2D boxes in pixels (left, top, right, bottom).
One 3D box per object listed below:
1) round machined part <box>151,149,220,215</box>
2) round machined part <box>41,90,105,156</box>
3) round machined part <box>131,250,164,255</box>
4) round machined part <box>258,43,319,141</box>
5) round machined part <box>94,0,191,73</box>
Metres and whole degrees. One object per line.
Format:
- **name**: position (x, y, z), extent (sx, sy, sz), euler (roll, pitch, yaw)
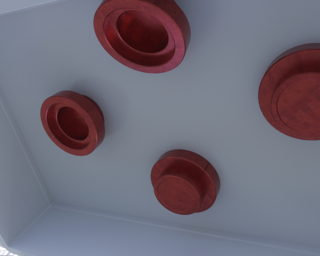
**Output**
- **round machined part**: position (0.031, 0.082, 0.432), extent (0.098, 0.042, 0.097), euler (13, 124, 21)
- **round machined part**: position (-0.122, -0.011, 0.456), extent (0.098, 0.042, 0.097), euler (13, 124, 21)
- **round machined part**: position (-0.015, 0.266, 0.573), extent (0.098, 0.042, 0.097), euler (13, 124, 21)
- **round machined part**: position (0.146, -0.029, 0.303), extent (0.098, 0.042, 0.097), euler (13, 124, 21)
- **round machined part**: position (-0.015, -0.106, 0.324), extent (0.098, 0.042, 0.098), euler (15, 150, 9)
